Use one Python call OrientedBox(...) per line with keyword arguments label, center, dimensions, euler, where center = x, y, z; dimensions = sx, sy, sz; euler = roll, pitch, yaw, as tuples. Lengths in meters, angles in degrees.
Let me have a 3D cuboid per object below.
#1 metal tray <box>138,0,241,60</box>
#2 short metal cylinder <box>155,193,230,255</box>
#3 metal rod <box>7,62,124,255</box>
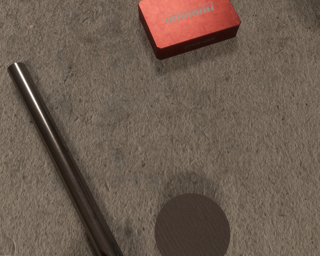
OrientedBox(label="metal tray", center=(0.042, -0.164, 0.466), dimensions=(0.131, 0.030, 0.090), euler=(-19, 71, -7))
OrientedBox(label="short metal cylinder", center=(0.034, 0.118, 0.352), dimensions=(0.081, 0.050, 0.080), euler=(0, 70, 0))
OrientedBox(label="metal rod", center=(-0.125, 0.037, 0.392), dimensions=(0.025, 0.025, 0.299), euler=(-29, 73, -10))
